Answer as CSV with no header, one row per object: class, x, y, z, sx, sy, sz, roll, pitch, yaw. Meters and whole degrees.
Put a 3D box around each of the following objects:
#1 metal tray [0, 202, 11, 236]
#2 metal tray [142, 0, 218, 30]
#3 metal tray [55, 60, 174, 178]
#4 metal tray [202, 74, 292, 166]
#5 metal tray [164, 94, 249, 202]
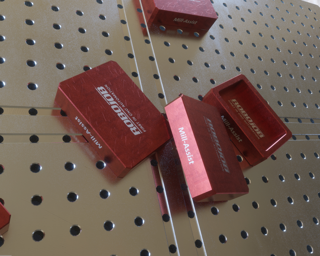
metal tray,-0.204,0.060,0.258,0.130,0.030,0.091,47,51,5
metal tray,0.033,-0.227,0.560,0.131,0.030,0.090,-3,63,-30
metal tray,-0.054,-0.015,0.385,0.130,0.030,0.091,49,51,6
metal tray,0.137,-0.016,0.487,0.091,0.030,0.130,-28,77,-37
metal tray,0.060,0.027,0.400,0.091,0.030,0.130,13,53,-48
